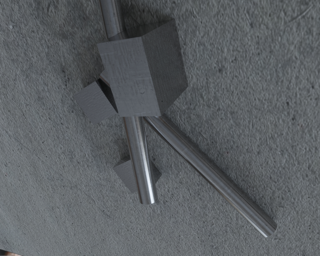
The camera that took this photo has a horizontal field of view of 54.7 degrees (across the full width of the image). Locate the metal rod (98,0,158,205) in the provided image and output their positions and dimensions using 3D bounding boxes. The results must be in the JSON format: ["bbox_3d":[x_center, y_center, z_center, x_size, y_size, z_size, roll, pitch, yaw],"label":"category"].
[{"bbox_3d":[-0.039,-0.045,0.369,0.025,0.025,0.298,0,110,28],"label":"metal rod"}]

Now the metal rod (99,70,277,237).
[{"bbox_3d":[0.039,0.031,0.404,0.300,0.025,0.025,44,129,-3],"label":"metal rod"}]

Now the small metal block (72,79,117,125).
[{"bbox_3d":[-0.083,-0.038,0.425,0.050,0.025,0.050,-23,106,36],"label":"small metal block"}]

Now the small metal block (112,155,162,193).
[{"bbox_3d":[-0.034,0.065,0.464,0.050,0.025,0.050,-28,104,37],"label":"small metal block"}]

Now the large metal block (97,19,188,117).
[{"bbox_3d":[-0.014,-0.066,0.336,0.050,0.080,0.080,0,118,28],"label":"large metal block"}]
